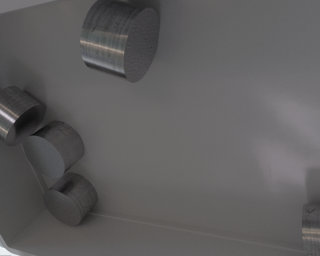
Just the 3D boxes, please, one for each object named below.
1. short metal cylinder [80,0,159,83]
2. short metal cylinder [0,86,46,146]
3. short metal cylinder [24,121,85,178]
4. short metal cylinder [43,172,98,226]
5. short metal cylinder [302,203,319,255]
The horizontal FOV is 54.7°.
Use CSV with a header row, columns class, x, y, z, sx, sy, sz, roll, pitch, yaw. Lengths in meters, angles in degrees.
class,x,y,z,sx,sy,sz,roll,pitch,yaw
short metal cylinder,-0.041,-0.095,0.336,0.050,0.080,0.079,20,126,16
short metal cylinder,-0.227,-0.018,0.482,0.050,0.080,0.079,36,129,4
short metal cylinder,-0.172,0.035,0.505,0.080,0.050,0.079,13,124,21
short metal cylinder,-0.160,0.127,0.556,0.080,0.050,0.079,13,124,21
short metal cylinder,0.194,0.126,0.348,0.050,0.080,0.080,-7,115,31
